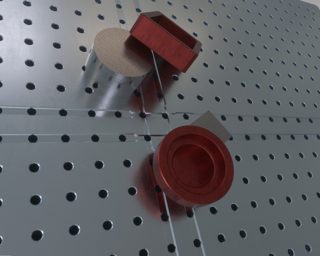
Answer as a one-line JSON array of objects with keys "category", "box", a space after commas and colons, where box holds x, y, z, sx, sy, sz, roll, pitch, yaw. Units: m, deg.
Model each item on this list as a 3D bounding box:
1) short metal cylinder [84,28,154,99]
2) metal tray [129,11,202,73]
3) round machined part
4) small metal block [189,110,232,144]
[{"category": "short metal cylinder", "box": [-0.055, -0.086, 0.415, 0.081, 0.050, 0.080, 14, 56, -21]}, {"category": "metal tray", "box": [0.015, -0.131, 0.455, 0.090, 0.030, 0.130, 36, 23, -5]}, {"category": "round machined part", "box": [0.037, 0.049, 0.383, 0.099, 0.042, 0.098, 9, 62, -18]}, {"category": "small metal block", "box": [0.065, 0.010, 0.438, 0.050, 0.025, 0.050, 49, 51, 6]}]
